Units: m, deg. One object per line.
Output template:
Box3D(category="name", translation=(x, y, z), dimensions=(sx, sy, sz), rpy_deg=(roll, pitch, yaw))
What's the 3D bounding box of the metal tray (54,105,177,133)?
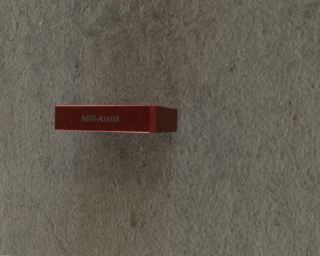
Box3D(category="metal tray", translation=(-0.053, -0.011, 0.391), dimensions=(0.130, 0.090, 0.030), rpy_deg=(1, 91, 19))
